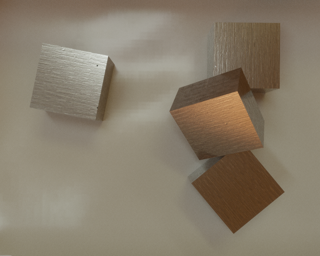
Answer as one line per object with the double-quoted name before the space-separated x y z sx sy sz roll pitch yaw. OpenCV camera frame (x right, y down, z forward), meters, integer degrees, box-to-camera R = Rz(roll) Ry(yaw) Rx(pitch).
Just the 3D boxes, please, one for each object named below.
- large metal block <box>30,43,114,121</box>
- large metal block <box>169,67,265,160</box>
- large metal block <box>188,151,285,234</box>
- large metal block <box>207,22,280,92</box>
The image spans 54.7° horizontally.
"large metal block" -0.110 -0.056 0.398 0.080 0.050 0.080 11 90 0
"large metal block" 0.070 -0.014 0.368 0.080 0.050 0.080 -15 122 30
"large metal block" 0.095 0.072 0.399 0.080 0.050 0.080 -40 90 0
"large metal block" 0.105 -0.088 0.399 0.081 0.050 0.080 1 90 0
